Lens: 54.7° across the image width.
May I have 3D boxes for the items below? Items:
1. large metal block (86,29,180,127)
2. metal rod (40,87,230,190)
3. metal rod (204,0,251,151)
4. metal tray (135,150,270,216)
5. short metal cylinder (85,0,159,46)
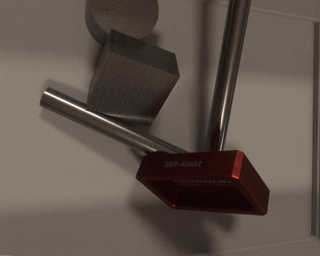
[{"bbox_3d":[-0.033,-0.056,0.363,0.081,0.050,0.079,17,129,-20],"label":"large metal block"},{"bbox_3d":[0.000,0.027,0.383,0.301,0.025,0.025,25,81,-8],"label":"metal rod"},{"bbox_3d":[0.079,-0.032,0.394,0.025,0.025,0.298,0,108,-20],"label":"metal rod"},{"bbox_3d":[0.048,0.065,0.360,0.090,0.130,0.030,48,49,-37],"label":"metal tray"},{"bbox_3d":[-0.048,-0.141,0.380,0.081,0.050,0.079,0,90,-21],"label":"short metal cylinder"}]
